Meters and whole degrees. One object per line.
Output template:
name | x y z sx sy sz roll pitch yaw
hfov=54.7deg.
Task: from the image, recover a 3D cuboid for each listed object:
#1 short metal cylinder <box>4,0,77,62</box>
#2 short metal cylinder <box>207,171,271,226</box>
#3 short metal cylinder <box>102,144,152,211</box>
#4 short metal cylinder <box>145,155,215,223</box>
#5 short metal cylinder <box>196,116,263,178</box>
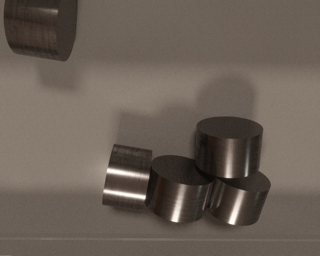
short metal cylinder | -0.126 -0.117 0.337 0.050 0.080 0.079 9 110 -4
short metal cylinder | 0.100 0.084 0.415 0.081 0.080 0.050 10 110 -4
short metal cylinder | -0.042 0.064 0.405 0.050 0.080 0.079 10 110 -4
short metal cylinder | 0.024 0.074 0.391 0.081 0.080 0.050 10 108 -4
short metal cylinder | 0.086 0.021 0.391 0.081 0.080 0.050 -1 110 0
